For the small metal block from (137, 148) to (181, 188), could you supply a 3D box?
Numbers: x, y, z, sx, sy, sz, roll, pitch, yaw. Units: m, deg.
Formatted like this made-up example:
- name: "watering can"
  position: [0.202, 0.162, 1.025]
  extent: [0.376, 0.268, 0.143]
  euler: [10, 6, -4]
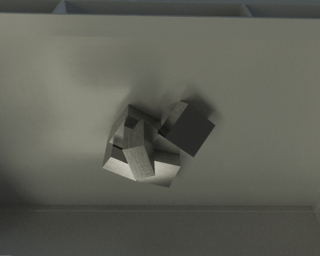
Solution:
- name: "small metal block"
  position: [-0.002, 0.059, 0.459]
  extent: [0.050, 0.025, 0.050]
  euler: [14, 129, -12]

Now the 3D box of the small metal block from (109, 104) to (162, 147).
- name: "small metal block"
  position: [-0.032, 0.004, 0.410]
  extent: [0.050, 0.025, 0.050]
  euler: [26, 120, -21]

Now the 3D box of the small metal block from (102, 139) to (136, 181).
- name: "small metal block"
  position: [-0.047, 0.038, 0.424]
  extent: [0.050, 0.050, 0.025]
  euler: [26, 127, -21]

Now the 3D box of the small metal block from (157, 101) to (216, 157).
- name: "small metal block"
  position: [0.034, 0.001, 0.396]
  extent: [0.050, 0.025, 0.050]
  euler: [35, 88, -27]

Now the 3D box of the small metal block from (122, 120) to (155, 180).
- name: "small metal block"
  position: [-0.025, 0.026, 0.380]
  extent: [0.025, 0.050, 0.050]
  euler: [-13, 126, 6]
